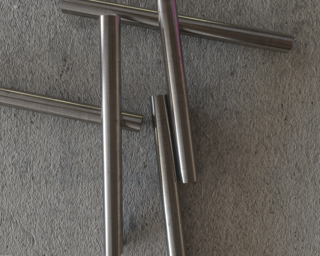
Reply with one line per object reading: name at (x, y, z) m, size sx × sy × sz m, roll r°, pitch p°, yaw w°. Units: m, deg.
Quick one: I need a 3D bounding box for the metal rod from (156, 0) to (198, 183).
metal rod at (0.018, -0.078, 0.391) m, size 0.025 × 0.025 × 0.298 m, roll -8°, pitch 97°, yaw 0°

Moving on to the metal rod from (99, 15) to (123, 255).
metal rod at (-0.060, 0.017, 0.387) m, size 0.025 × 0.025 × 0.298 m, roll 0°, pitch 99°, yaw 0°

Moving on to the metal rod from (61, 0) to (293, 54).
metal rod at (0.022, -0.138, 0.409) m, size 0.302 × 0.025 × 0.025 m, roll 10°, pitch 90°, yaw 0°

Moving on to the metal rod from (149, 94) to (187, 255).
metal rod at (0.015, 0.106, 0.409) m, size 0.025 × 0.025 × 0.298 m, roll -7°, pitch 90°, yaw 0°

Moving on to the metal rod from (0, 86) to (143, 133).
metal rod at (-0.172, -0.035, 0.408) m, size 0.302 × 0.025 × 0.025 m, roll 11°, pitch 90°, yaw 0°
